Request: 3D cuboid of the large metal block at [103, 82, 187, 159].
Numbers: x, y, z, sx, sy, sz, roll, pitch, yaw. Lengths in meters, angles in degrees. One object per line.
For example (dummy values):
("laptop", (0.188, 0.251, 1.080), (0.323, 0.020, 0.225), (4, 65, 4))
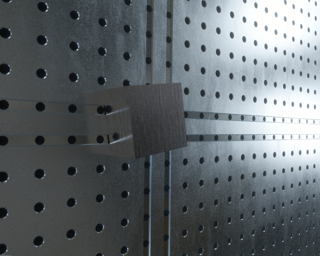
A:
("large metal block", (-0.016, -0.011, 0.378), (0.081, 0.050, 0.080), (-10, 97, -39))
